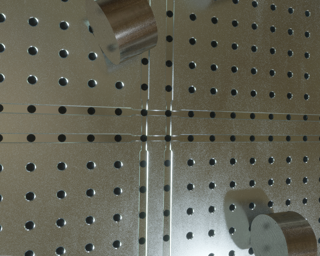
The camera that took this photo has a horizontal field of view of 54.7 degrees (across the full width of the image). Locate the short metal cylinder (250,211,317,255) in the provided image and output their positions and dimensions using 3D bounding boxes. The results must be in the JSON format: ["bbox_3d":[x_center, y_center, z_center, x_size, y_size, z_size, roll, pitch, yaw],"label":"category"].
[{"bbox_3d":[0.176,0.164,0.449,0.050,0.080,0.079,0,90,-20],"label":"short metal cylinder"}]

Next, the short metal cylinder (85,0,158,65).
[{"bbox_3d":[-0.046,-0.122,0.366,0.050,0.080,0.080,-30,100,-17],"label":"short metal cylinder"}]
